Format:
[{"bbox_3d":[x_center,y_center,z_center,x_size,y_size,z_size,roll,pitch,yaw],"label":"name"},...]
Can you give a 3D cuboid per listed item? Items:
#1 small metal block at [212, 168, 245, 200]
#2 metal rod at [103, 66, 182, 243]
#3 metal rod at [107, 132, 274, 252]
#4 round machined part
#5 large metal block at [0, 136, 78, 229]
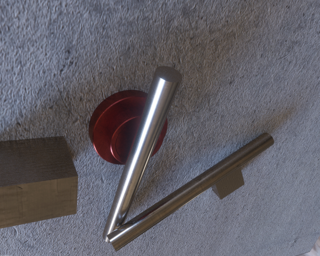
[{"bbox_3d":[0.111,0.086,0.523,0.050,0.025,0.050,-31,129,-9],"label":"small metal block"},{"bbox_3d":[-0.033,0.057,0.373,0.025,0.025,0.298,-4,137,-27],"label":"metal rod"},{"bbox_3d":[0.058,0.087,0.469,0.302,0.025,0.025,-29,129,-20],"label":"metal rod"},{"bbox_3d":[-0.034,0.006,0.382,0.099,0.042,0.097,-14,124,-21],"label":"round machined part"},{"bbox_3d":[-0.138,0.053,0.330,0.081,0.080,0.050,-5,121,-27],"label":"large metal block"}]
